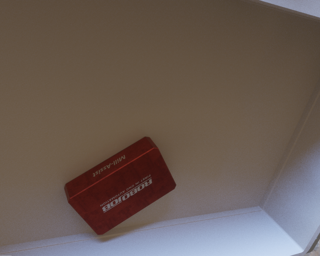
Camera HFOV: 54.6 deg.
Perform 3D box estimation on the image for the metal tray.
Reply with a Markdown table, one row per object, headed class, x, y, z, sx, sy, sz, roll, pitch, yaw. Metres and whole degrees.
| class | x | y | z | sx | sy | sz | roll | pitch | yaw |
| --- | --- | --- | --- | --- | --- | --- | --- | --- | --- |
| metal tray | -0.050 | 0.081 | 0.427 | 0.131 | 0.030 | 0.090 | -31 | 129 | -8 |
